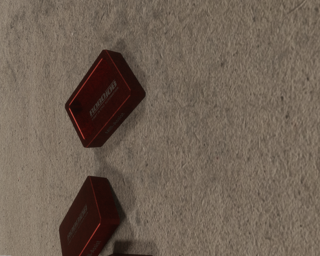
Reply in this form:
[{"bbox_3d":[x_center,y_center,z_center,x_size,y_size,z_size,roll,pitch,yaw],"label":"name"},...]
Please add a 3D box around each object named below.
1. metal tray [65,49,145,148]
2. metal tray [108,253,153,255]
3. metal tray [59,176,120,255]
[{"bbox_3d":[-0.088,-0.042,0.471,0.129,0.030,0.090,-46,63,30],"label":"metal tray"},{"bbox_3d":[-0.039,0.247,0.432,0.090,0.030,0.129,-16,80,38],"label":"metal tray"},{"bbox_3d":[-0.112,0.149,0.473,0.129,0.030,0.090,-58,38,24],"label":"metal tray"}]
